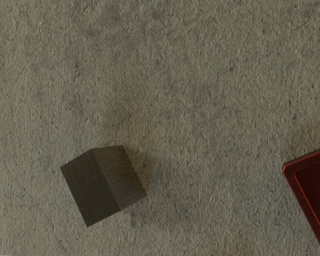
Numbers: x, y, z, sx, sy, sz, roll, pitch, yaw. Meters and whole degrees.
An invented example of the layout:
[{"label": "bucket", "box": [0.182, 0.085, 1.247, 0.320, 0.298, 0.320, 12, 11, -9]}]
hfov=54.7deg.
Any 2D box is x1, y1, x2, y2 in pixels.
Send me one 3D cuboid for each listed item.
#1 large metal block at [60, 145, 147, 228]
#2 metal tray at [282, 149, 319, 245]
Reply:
[{"label": "large metal block", "box": [-0.070, 0.071, 0.403, 0.050, 0.080, 0.080, -30, 81, 17]}, {"label": "metal tray", "box": [0.204, 0.083, 0.334, 0.090, 0.030, 0.130, -27, 81, 17]}]
